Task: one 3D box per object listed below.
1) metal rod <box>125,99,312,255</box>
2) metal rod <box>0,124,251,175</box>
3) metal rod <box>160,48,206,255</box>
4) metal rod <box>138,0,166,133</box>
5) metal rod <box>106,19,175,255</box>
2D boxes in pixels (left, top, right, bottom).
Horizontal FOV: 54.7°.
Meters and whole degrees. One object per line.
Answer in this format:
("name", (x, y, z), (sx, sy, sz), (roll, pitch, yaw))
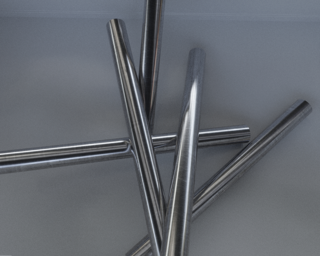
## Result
("metal rod", (0.082, 0.062, 0.387), (0.301, 0.025, 0.025), (-39, 75, -13))
("metal rod", (-0.032, 0.023, 0.368), (0.302, 0.025, 0.025), (-6, 70, -16))
("metal rod", (0.032, 0.009, 0.358), (0.025, 0.025, 0.300), (9, 52, 3))
("metal rod", (-0.010, -0.112, 0.377), (0.025, 0.025, 0.298), (6, 98, 2))
("metal rod", (-0.025, 0.001, 0.350), (0.025, 0.025, 0.299), (-12, 69, -5))
